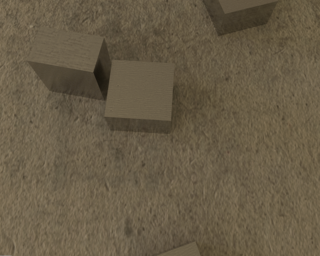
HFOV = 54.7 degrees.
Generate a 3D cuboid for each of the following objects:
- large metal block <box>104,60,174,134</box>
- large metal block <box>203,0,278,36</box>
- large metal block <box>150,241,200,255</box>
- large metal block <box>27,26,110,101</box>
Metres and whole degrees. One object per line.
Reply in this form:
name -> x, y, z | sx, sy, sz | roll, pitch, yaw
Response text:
large metal block -> -0.024, -0.040, 0.409 | 0.081, 0.050, 0.080 | 4, 70, 1
large metal block -> 0.116, -0.196, 0.468 | 0.081, 0.050, 0.080 | -16, 71, -6
large metal block -> 0.012, 0.175, 0.331 | 0.081, 0.050, 0.080 | -18, 71, -7
large metal block -> -0.112, -0.082, 0.407 | 0.080, 0.080, 0.050 | 10, 71, 3
